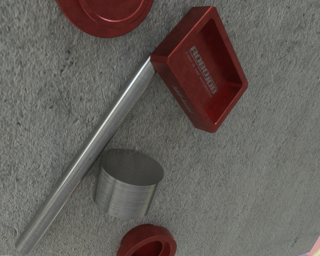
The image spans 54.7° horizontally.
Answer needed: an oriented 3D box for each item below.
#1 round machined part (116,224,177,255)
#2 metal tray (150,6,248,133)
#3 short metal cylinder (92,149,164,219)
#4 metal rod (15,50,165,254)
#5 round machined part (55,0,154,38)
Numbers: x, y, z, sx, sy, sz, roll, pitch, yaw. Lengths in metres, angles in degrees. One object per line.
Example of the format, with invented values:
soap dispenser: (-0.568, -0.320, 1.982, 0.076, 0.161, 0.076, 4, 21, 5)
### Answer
round machined part: (-0.026, 0.196, 0.505, 0.099, 0.042, 0.097, -14, 125, -21)
metal tray: (0.054, -0.067, 0.375, 0.090, 0.030, 0.130, -52, 132, -16)
short metal cylinder: (-0.041, 0.069, 0.393, 0.081, 0.080, 0.050, 4, 117, -31)
metal rod: (-0.091, 0.037, 0.380, 0.025, 0.025, 0.299, 28, 103, -38)
round machined part: (-0.048, -0.133, 0.288, 0.099, 0.042, 0.097, -14, 125, -21)
